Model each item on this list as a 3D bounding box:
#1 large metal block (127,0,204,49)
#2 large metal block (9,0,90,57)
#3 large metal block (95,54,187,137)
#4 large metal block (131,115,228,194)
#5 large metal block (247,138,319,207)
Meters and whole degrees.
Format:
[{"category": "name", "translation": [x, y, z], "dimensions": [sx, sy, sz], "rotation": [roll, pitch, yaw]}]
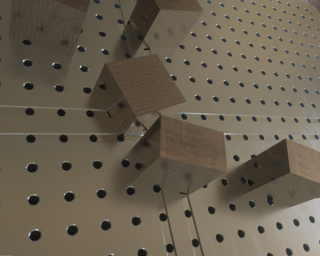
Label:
[{"category": "large metal block", "translation": [0.006, -0.171, 0.482], "dimensions": [0.081, 0.080, 0.050], "rotation": [-13, 69, -34]}, {"category": "large metal block", "translation": [-0.137, -0.146, 0.389], "dimensions": [0.081, 0.080, 0.050], "rotation": [16, 55, -20]}, {"category": "large metal block", "translation": [-0.026, -0.045, 0.407], "dimensions": [0.081, 0.050, 0.080], "rotation": [-20, 73, -36]}, {"category": "large metal block", "translation": [0.020, 0.035, 0.364], "dimensions": [0.081, 0.080, 0.050], "rotation": [15, 56, -20]}, {"category": "large metal block", "translation": [0.181, 0.065, 0.433], "dimensions": [0.080, 0.080, 0.050], "rotation": [20, 54, -17]}]
